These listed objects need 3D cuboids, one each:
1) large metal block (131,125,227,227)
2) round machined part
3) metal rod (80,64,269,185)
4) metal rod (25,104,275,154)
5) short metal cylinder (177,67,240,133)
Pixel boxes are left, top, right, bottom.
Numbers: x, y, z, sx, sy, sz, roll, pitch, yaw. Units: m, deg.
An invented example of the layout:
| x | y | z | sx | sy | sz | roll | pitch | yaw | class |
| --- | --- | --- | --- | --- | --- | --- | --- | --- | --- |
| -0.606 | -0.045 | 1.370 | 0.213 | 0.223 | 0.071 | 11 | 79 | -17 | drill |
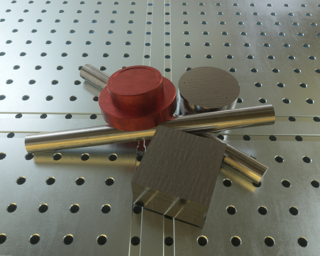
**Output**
| x | y | z | sx | sy | sz | roll | pitch | yaw | class |
| --- | --- | --- | --- | --- | --- | --- | --- | --- | --- |
| 0.022 | 0.052 | 0.345 | 0.080 | 0.050 | 0.080 | 16 | 52 | 12 | large metal block |
| -0.029 | -0.044 | 0.389 | 0.099 | 0.042 | 0.098 | -4 | 41 | 4 | round machined part |
| 0.003 | -0.016 | 0.421 | 0.300 | 0.025 | 0.025 | 31 | 57 | 23 | metal rod |
| -0.014 | 0.002 | 0.382 | 0.302 | 0.025 | 0.025 | -7 | 50 | 3 | metal rod |
| 0.064 | -0.039 | 0.424 | 0.081 | 0.050 | 0.080 | 0 | 50 | 0 | short metal cylinder |
